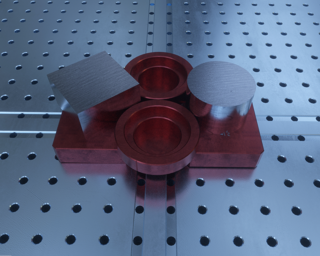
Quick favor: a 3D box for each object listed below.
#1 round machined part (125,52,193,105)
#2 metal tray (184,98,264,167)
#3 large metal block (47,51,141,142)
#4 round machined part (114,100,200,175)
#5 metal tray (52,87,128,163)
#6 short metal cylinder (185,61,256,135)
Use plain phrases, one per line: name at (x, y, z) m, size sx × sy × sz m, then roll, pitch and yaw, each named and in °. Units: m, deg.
round machined part at (-0.001, -0.061, 0.435) m, size 0.099 × 0.042 × 0.098 m, roll 0°, pitch 50°, yaw 0°
metal tray at (0.078, -0.011, 0.411) m, size 0.091 × 0.030 × 0.130 m, roll 1°, pitch 50°, yaw 0°
large metal block at (-0.080, -0.042, 0.387) m, size 0.081 × 0.050 × 0.080 m, roll -30°, pitch 56°, yaw -23°
round machined part at (-0.003, 0.015, 0.372) m, size 0.099 × 0.042 × 0.098 m, roll 0°, pitch 50°, yaw 0°
metal tray at (-0.082, -0.015, 0.416) m, size 0.091 × 0.030 × 0.130 m, roll 1°, pitch 50°, yaw -1°
short metal cylinder at (0.072, -0.038, 0.384) m, size 0.081 × 0.050 × 0.080 m, roll 0°, pitch 50°, yaw 0°
